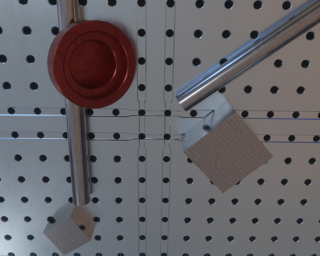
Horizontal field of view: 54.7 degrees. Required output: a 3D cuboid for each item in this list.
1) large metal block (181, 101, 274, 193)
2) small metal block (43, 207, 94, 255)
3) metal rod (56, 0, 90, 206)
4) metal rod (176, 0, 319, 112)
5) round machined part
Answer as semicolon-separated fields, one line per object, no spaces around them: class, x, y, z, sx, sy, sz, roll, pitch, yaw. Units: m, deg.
large metal block;0.086;0.025;0.410;0.080;0.050;0.080;-40;106;13
small metal block;-0.138;0.157;0.469;0.050;0.025;0.050;-31;108;10
metal rod;-0.110;-0.034;0.399;0.025;0.025;0.298;1;110;-1
metal rod;0.150;-0.113;0.373;0.300;0.025;0.025;-34;107;11
round machined part;-0.081;-0.074;0.360;0.099;0.042;0.097;-14;115;-32
